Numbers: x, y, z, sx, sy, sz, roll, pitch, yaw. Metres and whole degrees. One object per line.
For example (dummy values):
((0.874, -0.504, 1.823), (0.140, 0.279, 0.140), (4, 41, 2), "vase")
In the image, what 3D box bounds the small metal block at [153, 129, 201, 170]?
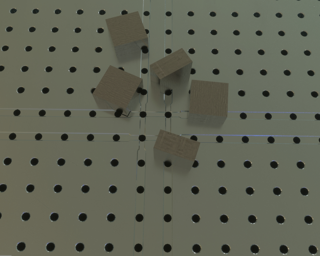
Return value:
((0.020, 0.029, 0.388), (0.050, 0.050, 0.025), (18, 71, 6), "small metal block")

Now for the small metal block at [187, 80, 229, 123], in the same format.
((0.066, -0.036, 0.426), (0.050, 0.025, 0.050), (6, 70, 2), "small metal block")

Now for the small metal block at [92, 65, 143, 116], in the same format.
((-0.057, -0.052, 0.430), (0.050, 0.025, 0.050), (24, 72, 8), "small metal block")

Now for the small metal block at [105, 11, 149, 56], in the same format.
((-0.049, -0.141, 0.463), (0.050, 0.025, 0.050), (-17, 71, -7), "small metal block")

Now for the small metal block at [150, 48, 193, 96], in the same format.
((0.015, -0.076, 0.426), (0.050, 0.050, 0.025), (-30, 73, -11), "small metal block")
